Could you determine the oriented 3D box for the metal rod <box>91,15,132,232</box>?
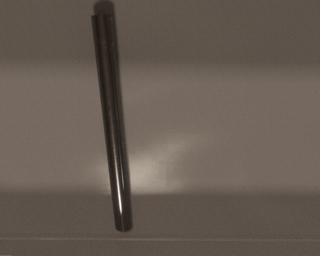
[{"bbox_3d":[-0.061,0.008,0.413,0.025,0.025,0.298,-3,110,0],"label":"metal rod"}]
